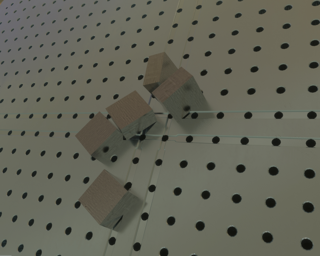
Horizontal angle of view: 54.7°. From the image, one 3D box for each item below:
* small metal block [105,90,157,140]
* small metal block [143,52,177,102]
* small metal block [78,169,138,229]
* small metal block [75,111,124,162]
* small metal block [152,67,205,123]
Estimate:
[{"bbox_3d":[-0.040,-0.019,0.433,0.050,0.025,0.050,-33,51,-9],"label":"small metal block"},{"bbox_3d":[0.005,-0.068,0.429,0.025,0.050,0.050,-8,58,30],"label":"small metal block"},{"bbox_3d":[-0.065,0.088,0.387,0.050,0.025,0.050,34,80,38],"label":"small metal block"},{"bbox_3d":[-0.086,0.012,0.444,0.050,0.025,0.050,-46,52,-4],"label":"small metal block"},{"bbox_3d":[0.025,-0.043,0.404,0.050,0.050,0.025,-42,52,-1],"label":"small metal block"}]
